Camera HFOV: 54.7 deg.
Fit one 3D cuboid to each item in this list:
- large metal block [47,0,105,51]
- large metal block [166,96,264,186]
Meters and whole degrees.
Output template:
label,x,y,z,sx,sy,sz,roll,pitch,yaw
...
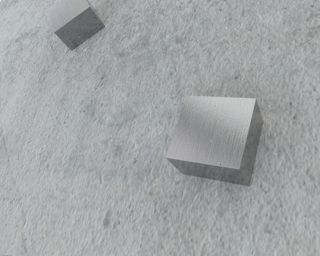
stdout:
label,x,y,z,sx,sy,sz,roll,pitch,yaw
large metal block,-0.163,-0.210,0.600,0.080,0.050,0.080,-34,52,5
large metal block,0.063,0.012,0.346,0.080,0.050,0.080,6,65,30
